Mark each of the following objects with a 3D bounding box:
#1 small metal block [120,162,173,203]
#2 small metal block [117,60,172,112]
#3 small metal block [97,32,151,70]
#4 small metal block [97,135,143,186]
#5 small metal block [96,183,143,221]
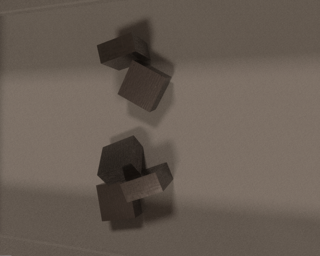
[{"bbox_3d":[-0.016,0.069,0.400,0.050,0.050,0.025,-21,91,18],"label":"small metal block"},{"bbox_3d":[-0.020,-0.056,0.410,0.050,0.025,0.050,30,109,10],"label":"small metal block"},{"bbox_3d":[-0.047,-0.100,0.413,0.050,0.050,0.025,-15,85,19],"label":"small metal block"},{"bbox_3d":[-0.052,0.043,0.413,0.050,0.050,0.025,-21,128,18],"label":"small metal block"},{"bbox_3d":[-0.056,0.099,0.429,0.050,0.025,0.050,-11,86,19],"label":"small metal block"}]
